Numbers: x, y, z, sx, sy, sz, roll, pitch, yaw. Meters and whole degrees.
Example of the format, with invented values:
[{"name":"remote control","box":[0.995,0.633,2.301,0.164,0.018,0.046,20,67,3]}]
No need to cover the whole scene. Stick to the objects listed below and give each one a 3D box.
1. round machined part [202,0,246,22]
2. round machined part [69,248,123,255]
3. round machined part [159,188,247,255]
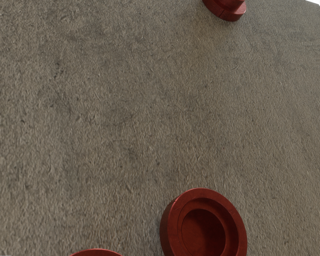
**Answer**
[{"name":"round machined part","box":[0.136,-0.267,0.629,0.099,0.042,0.098,14,56,-21]},{"name":"round machined part","box":[-0.061,0.158,0.264,0.099,0.042,0.098,14,56,-21]},{"name":"round machined part","box":[0.044,0.120,0.343,0.099,0.042,0.098,14,56,-21]}]
